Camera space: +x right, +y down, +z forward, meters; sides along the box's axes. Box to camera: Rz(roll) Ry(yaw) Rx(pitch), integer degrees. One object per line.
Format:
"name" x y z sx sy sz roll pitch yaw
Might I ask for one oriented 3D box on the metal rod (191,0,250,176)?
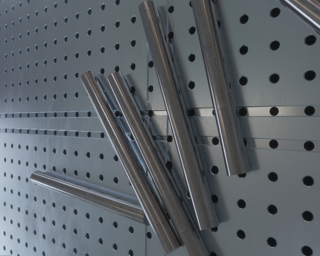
"metal rod" 0.060 -0.095 0.360 0.025 0.025 0.299 -17 79 39

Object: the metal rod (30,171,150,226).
"metal rod" -0.129 0.109 0.517 0.300 0.025 0.025 6 94 40

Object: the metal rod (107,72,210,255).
"metal rod" -0.006 0.049 0.415 0.025 0.025 0.299 -40 66 33

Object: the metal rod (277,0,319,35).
"metal rod" 0.138 -0.119 0.295 0.025 0.025 0.300 -50 61 28

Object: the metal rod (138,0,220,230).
"metal rod" 0.020 -0.025 0.393 0.025 0.025 0.299 -24 75 37

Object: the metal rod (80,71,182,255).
"metal rod" -0.051 0.034 0.445 0.025 0.025 0.299 -46 61 30
